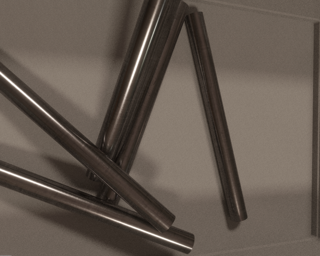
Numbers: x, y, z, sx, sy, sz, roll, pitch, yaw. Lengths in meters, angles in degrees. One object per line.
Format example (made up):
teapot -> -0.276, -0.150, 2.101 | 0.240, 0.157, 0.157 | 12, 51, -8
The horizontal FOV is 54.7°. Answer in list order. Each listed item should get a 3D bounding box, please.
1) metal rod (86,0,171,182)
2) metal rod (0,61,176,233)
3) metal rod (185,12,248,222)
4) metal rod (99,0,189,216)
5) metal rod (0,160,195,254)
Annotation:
metal rod -> -0.027, -0.070, 0.334 | 0.025, 0.025, 0.298 | 15, 111, -20
metal rod -> -0.101, 0.010, 0.345 | 0.300, 0.025, 0.025 | 42, 76, -5
metal rod -> 0.082, -0.012, 0.442 | 0.025, 0.025, 0.298 | -15, 95, -20
metal rod -> -0.022, -0.027, 0.403 | 0.025, 0.025, 0.299 | 22, 83, -19
metal rod -> -0.099, 0.082, 0.353 | 0.302, 0.025, 0.025 | 24, 82, -11
